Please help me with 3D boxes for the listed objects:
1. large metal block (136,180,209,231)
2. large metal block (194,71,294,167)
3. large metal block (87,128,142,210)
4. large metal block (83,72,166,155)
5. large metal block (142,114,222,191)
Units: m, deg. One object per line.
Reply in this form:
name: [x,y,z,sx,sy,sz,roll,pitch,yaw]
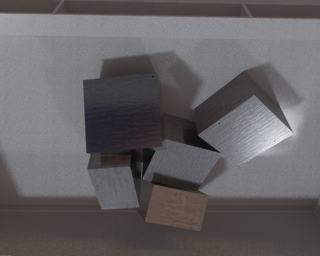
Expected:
large metal block: [0.014,0.108,0.455,0.081,0.080,0.050,14,86,-14]
large metal block: [0.101,-0.009,0.385,0.080,0.050,0.080,36,121,-27]
large metal block: [-0.056,0.051,0.414,0.050,0.080,0.080,-4,130,3]
large metal block: [-0.038,-0.013,0.352,0.080,0.080,0.050,-5,172,5]
large metal block: [0.027,0.035,0.422,0.081,0.050,0.079,15,129,-13]
